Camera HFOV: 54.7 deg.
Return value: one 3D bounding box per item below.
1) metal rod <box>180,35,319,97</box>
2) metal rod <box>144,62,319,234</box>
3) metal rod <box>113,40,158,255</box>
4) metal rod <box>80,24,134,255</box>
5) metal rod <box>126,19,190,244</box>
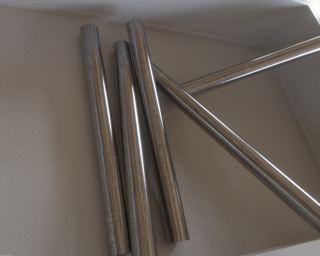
[{"bbox_3d":[0.162,-0.099,0.472,0.302,0.025,0.025,-20,71,-9],"label":"metal rod"},{"bbox_3d":[0.079,0.009,0.386,0.025,0.025,0.300,-25,58,-37],"label":"metal rod"},{"bbox_3d":[-0.034,0.008,0.368,0.025,0.025,0.299,7,54,-25],"label":"metal rod"},{"bbox_3d":[-0.069,-0.005,0.371,0.025,0.025,0.299,1,61,-28],"label":"metal rod"},{"bbox_3d":[-0.008,-0.012,0.393,0.025,0.025,0.299,0,66,-28],"label":"metal rod"}]
